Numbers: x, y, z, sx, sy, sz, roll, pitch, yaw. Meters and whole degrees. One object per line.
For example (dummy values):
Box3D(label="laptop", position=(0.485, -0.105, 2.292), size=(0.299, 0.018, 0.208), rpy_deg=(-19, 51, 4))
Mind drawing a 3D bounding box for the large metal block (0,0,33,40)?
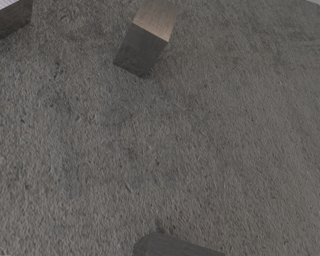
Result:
Box3D(label="large metal block", position=(-0.212, -0.151, 0.365), size=(0.080, 0.050, 0.080), rpy_deg=(38, 51, -3))

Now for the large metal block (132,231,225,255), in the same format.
Box3D(label="large metal block", position=(0.013, 0.156, 0.299), size=(0.080, 0.050, 0.080), rpy_deg=(23, 53, -15))

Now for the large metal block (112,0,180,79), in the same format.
Box3D(label="large metal block", position=(-0.020, -0.131, 0.437), size=(0.050, 0.080, 0.080), rpy_deg=(26, 53, -13))
